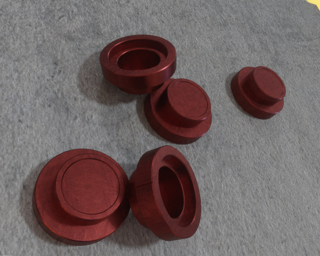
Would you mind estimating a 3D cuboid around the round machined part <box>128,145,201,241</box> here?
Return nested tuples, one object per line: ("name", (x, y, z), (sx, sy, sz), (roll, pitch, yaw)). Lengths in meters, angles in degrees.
("round machined part", (0.003, 0.071, 0.334), (0.098, 0.042, 0.098), (39, 40, -43))

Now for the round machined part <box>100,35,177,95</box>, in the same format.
("round machined part", (-0.027, -0.081, 0.412), (0.099, 0.042, 0.098), (-1, 45, 2))

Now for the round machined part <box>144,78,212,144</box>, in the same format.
("round machined part", (0.031, -0.030, 0.430), (0.099, 0.042, 0.098), (14, 56, -21))

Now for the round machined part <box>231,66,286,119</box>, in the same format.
("round machined part", (0.175, -0.067, 0.531), (0.099, 0.042, 0.098), (14, 56, -21))

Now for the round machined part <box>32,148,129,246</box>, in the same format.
("round machined part", (-0.075, 0.065, 0.314), (0.099, 0.042, 0.098), (14, 56, -21))
